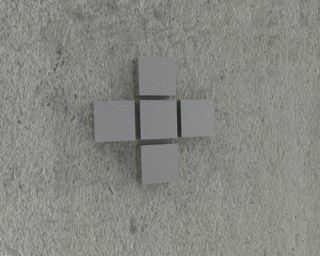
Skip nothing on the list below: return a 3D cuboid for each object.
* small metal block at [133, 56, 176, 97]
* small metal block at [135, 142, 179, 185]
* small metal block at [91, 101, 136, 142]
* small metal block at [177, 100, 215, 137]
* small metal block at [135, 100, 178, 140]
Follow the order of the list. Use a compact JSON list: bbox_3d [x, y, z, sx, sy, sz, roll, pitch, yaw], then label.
[{"bbox_3d":[-0.007,-0.067,0.408,0.050,0.025,0.050,-2,91,-20],"label":"small metal block"},{"bbox_3d":[-0.004,0.046,0.410,0.050,0.025,0.050,-2,91,-20],"label":"small metal block"},{"bbox_3d":[-0.059,-0.009,0.389,0.050,0.025,0.050,-2,91,-20],"label":"small metal block"},{"bbox_3d":[0.047,-0.013,0.429,0.050,0.025,0.050,-2,91,-20],"label":"small metal block"},{"bbox_3d":[-0.006,-0.011,0.409,0.050,0.025,0.050,-2,91,-20],"label":"small metal block"}]
